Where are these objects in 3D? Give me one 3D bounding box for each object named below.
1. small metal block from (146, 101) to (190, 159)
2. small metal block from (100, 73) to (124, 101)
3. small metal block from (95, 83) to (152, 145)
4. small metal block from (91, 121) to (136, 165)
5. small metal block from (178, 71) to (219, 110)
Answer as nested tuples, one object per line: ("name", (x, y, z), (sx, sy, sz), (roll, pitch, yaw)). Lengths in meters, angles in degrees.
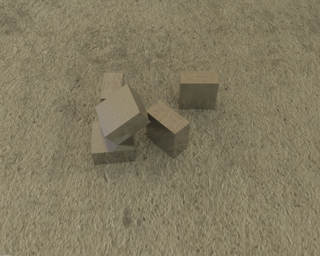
("small metal block", (0.009, 0.003, 0.385), (0.025, 0.050, 0.050), (-36, 59, -26))
("small metal block", (-0.062, -0.040, 0.420), (0.025, 0.050, 0.050), (0, 50, 0))
("small metal block", (-0.045, -0.016, 0.370), (0.050, 0.025, 0.050), (-35, 52, 12))
("small metal block", (-0.058, 0.017, 0.389), (0.050, 0.025, 0.050), (-5, 50, -4))
("small metal block", (0.052, -0.052, 0.431), (0.050, 0.050, 0.025), (0, 50, 0))
